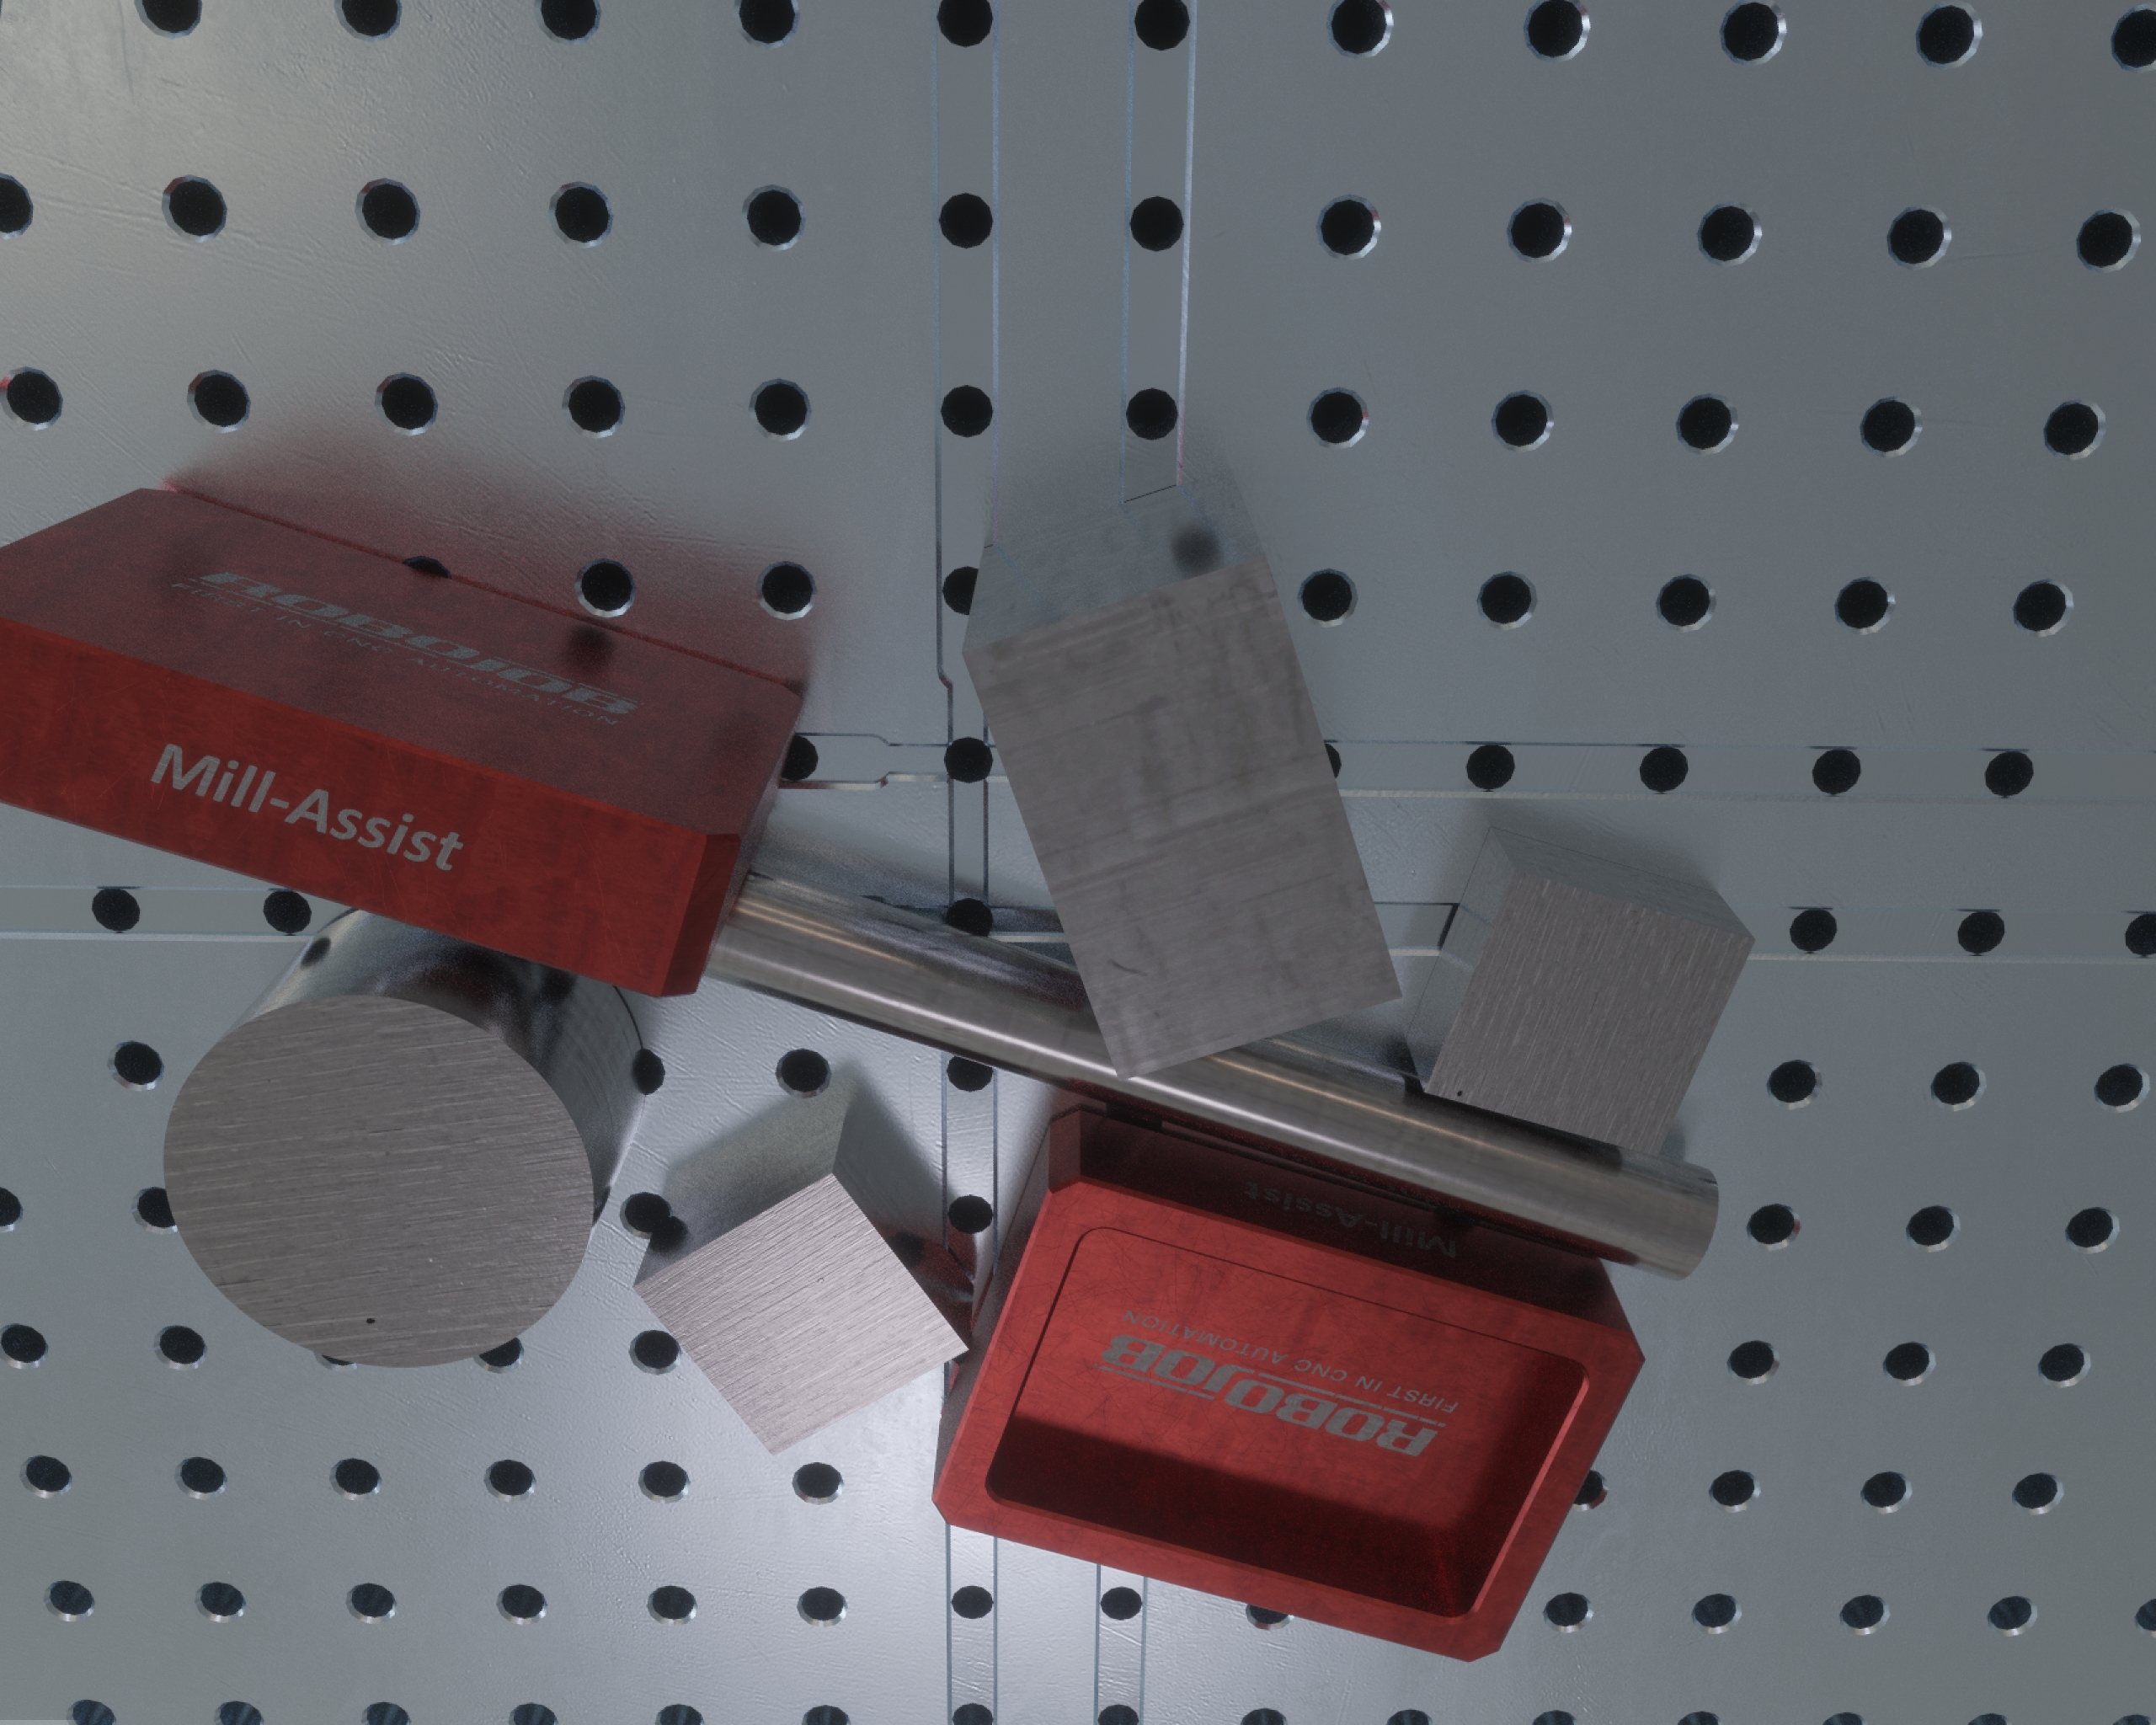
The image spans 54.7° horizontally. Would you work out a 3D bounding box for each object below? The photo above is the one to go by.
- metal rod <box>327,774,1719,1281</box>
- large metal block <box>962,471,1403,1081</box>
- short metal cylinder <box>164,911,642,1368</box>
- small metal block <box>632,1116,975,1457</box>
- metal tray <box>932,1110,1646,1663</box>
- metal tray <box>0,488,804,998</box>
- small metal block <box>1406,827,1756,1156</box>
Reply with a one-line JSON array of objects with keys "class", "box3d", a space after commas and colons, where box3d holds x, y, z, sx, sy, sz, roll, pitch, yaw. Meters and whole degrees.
[{"class": "metal rod", "box3d": [-0.013, 0.030, 0.424, 0.302, 0.025, 0.025, 18, 109, -7]}, {"class": "large metal block", "box3d": [0.018, -0.019, 0.378, 0.050, 0.080, 0.080, -17, 109, 6]}, {"class": "short metal cylinder", "box3d": [-0.132, 0.053, 0.417, 0.081, 0.050, 0.079, 0, 110, 0]}, {"class": "small metal block", "box3d": [-0.058, 0.091, 0.447, 0.050, 0.025, 0.050, -31, 107, 10]}, {"class": "metal tray", "box3d": [0.044, 0.115, 0.453, 0.131, 0.030, 0.089, 17, 109, -7]}, {"class": "metal tray", "box3d": [-0.120, -0.024, 0.367, 0.131, 0.090, 0.030, 17, 109, -7]}, {"class": "small metal block", "box3d": [0.101, 0.026, 0.424, 0.050, 0.025, 0.050, 16, 109, -6]}]
